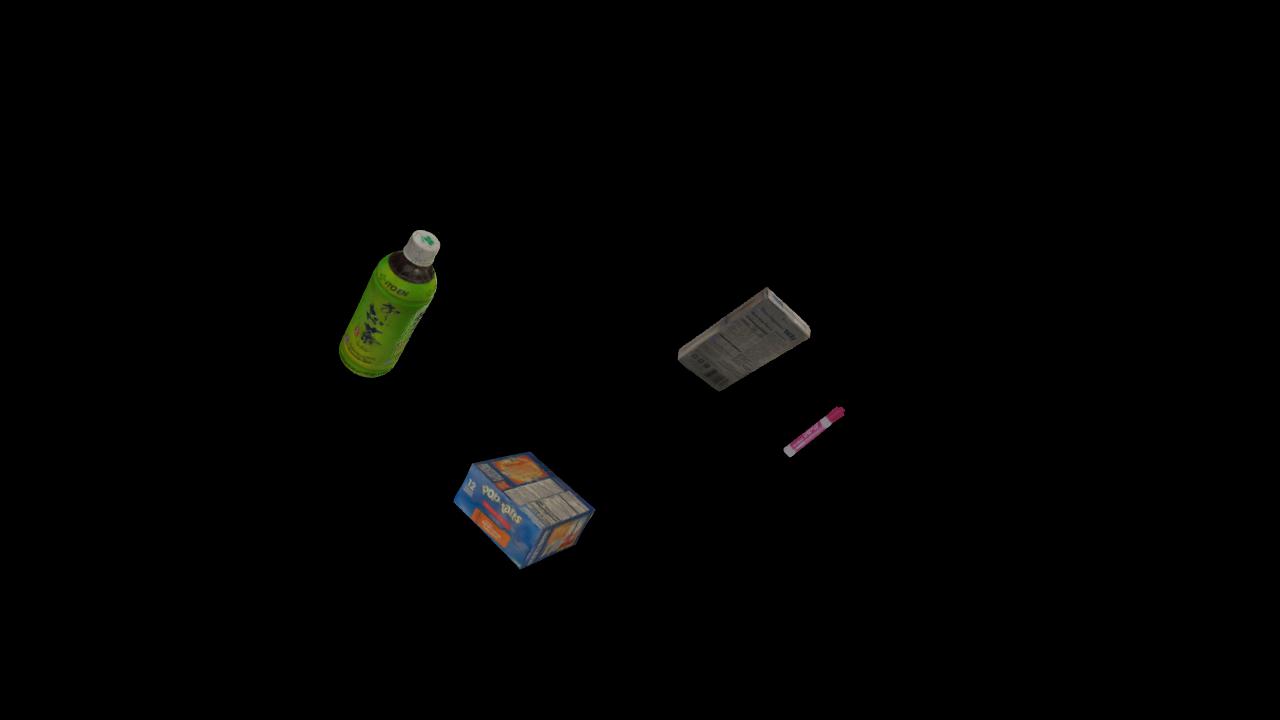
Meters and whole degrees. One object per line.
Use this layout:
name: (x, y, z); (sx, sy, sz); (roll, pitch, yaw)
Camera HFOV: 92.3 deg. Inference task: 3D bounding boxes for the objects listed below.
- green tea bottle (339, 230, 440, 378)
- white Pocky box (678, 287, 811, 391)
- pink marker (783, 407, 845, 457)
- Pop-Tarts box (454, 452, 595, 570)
green tea bottle: (-0.285, -0.066, 0.710); (0.073, 0.073, 0.212); (0, -37, -42)
white Pocky box: (0.130, -0.021, 0.787); (0.084, 0.028, 0.154); (37, -51, -22)
pink marker: (0.287, 0.117, 1.013); (0.121, 0.020, 0.020); (-45, -20, 22)
Pop-Tarts box: (-0.186, 0.236, 0.996); (0.167, 0.083, 0.141); (34, 17, 25)
